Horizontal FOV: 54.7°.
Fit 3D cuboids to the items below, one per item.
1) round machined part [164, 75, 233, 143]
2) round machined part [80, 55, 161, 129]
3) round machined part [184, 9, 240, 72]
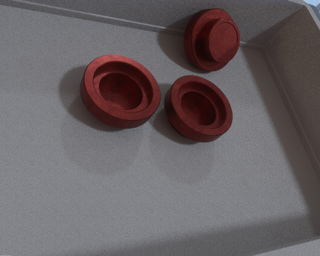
[{"bbox_3d":[0.050,-0.023,0.437,0.099,0.042,0.098,14,56,-21],"label":"round machined part"},{"bbox_3d":[-0.052,-0.041,0.393,0.099,0.042,0.098,14,56,-21],"label":"round machined part"},{"bbox_3d":[0.089,-0.139,0.496,0.099,0.042,0.097,-12,111,-32],"label":"round machined part"}]
